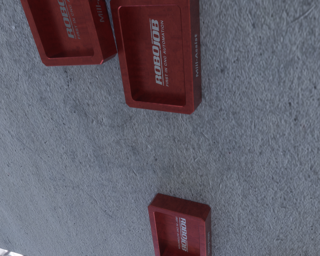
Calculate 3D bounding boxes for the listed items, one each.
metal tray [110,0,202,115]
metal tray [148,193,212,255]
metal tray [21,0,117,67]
[{"bbox_3d":[-0.002,-0.083,0.352,0.090,0.030,0.129,8,122,24],"label":"metal tray"},{"bbox_3d":[0.034,0.170,0.490,0.090,0.030,0.129,8,122,24],"label":"metal tray"},{"bbox_3d":[-0.105,-0.135,0.336,0.090,0.030,0.129,4,120,26],"label":"metal tray"}]
